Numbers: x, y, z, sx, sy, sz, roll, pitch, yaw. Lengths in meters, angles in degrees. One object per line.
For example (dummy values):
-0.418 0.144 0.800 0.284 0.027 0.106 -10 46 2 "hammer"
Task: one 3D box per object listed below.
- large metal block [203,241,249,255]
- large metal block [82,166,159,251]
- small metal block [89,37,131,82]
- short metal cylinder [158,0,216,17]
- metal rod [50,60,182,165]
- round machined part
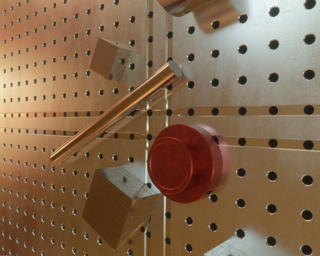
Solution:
0.080 0.183 0.327 0.080 0.050 0.079 25 106 37 "large metal block"
-0.059 0.111 0.442 0.080 0.050 0.079 30 109 36 "large metal block"
-0.077 -0.104 0.473 0.050 0.025 0.050 34 111 35 "small metal block"
0.029 -0.174 0.349 0.050 0.081 0.080 -13 82 39 "short metal cylinder"
-0.084 -0.010 0.478 0.299 0.025 0.025 -32 70 35 "metal rod"
0.023 0.044 0.380 0.098 0.042 0.097 0 90 40 "round machined part"
